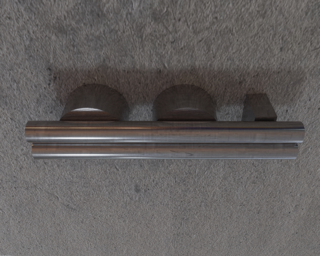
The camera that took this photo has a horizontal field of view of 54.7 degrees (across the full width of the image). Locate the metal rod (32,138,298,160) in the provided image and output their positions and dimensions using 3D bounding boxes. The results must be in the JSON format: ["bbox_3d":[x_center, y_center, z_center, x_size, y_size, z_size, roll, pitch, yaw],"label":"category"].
[{"bbox_3d":[0.006,0.024,0.363,0.302,0.025,0.025,0,130,-1],"label":"metal rod"}]

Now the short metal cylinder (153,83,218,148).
[{"bbox_3d":[0.030,-0.008,0.386,0.081,0.050,0.079,0,130,0],"label":"short metal cylinder"}]

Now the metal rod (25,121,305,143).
[{"bbox_3d":[0.006,0.004,0.346,0.302,0.025,0.025,0,130,-1],"label":"metal rod"}]

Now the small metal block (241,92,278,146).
[{"bbox_3d":[0.121,-0.010,0.387,0.025,0.050,0.050,-1,130,1],"label":"small metal block"}]

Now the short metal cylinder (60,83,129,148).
[{"bbox_3d":[-0.080,-0.008,0.384,0.081,0.050,0.079,0,130,0],"label":"short metal cylinder"}]
